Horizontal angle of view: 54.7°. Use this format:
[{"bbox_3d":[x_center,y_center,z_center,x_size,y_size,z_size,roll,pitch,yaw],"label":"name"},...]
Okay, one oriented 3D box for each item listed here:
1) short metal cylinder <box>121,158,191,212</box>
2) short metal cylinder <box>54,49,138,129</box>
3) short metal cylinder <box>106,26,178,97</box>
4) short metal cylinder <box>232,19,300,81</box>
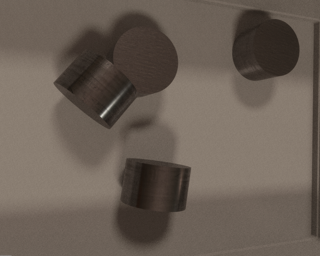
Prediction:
[{"bbox_3d":[-0.005,0.068,0.381,0.081,0.080,0.050,9,87,-20],"label":"short metal cylinder"},{"bbox_3d":[-0.072,-0.043,0.355,0.080,0.080,0.050,42,77,-16],"label":"short metal cylinder"},{"bbox_3d":[-0.024,-0.080,0.389,0.081,0.050,0.079,0,90,-21],"label":"short metal cylinder"},{"bbox_3d":[0.155,-0.113,0.456,0.081,0.050,0.079,0,90,-21],"label":"short metal cylinder"}]
